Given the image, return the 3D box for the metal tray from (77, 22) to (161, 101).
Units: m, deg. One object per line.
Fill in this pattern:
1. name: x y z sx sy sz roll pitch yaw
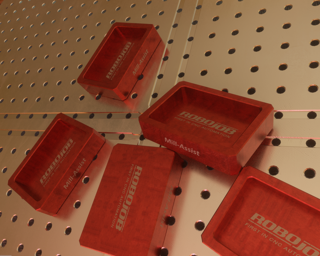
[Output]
1. metal tray: -0.066 -0.113 0.506 0.090 0.030 0.130 16 70 34

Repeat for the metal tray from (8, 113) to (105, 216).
1. metal tray: -0.151 0.048 0.452 0.090 0.030 0.130 23 74 36

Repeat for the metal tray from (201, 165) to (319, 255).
1. metal tray: 0.115 0.102 0.281 0.130 0.030 0.090 27 76 36

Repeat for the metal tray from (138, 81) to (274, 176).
1. metal tray: 0.052 -0.007 0.361 0.130 0.030 0.090 22 52 36

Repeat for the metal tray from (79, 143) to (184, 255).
1. metal tray: -0.032 0.085 0.368 0.090 0.030 0.130 3 63 29
